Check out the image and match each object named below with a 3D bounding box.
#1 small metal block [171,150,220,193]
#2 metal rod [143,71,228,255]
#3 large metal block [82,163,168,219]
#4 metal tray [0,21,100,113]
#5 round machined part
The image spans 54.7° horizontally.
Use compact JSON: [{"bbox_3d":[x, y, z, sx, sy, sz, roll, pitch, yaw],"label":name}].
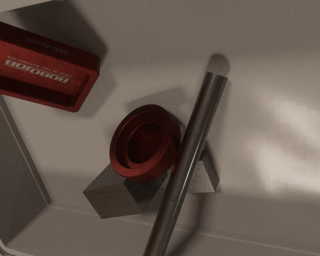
[{"bbox_3d":[0.047,0.060,0.420,0.050,0.025,0.050,-11,113,32],"label":"small metal block"},{"bbox_3d":[0.018,0.080,0.371,0.025,0.025,0.298,21,102,15],"label":"metal rod"},{"bbox_3d":[-0.048,0.081,0.447,0.080,0.080,0.050,-18,109,35],"label":"large metal block"},{"bbox_3d":[-0.153,-0.071,0.390,0.131,0.030,0.090,15,139,-27],"label":"metal tray"},{"bbox_3d":[-0.014,0.022,0.394,0.098,0.098,0.042,-15,146,33],"label":"round machined part"}]
